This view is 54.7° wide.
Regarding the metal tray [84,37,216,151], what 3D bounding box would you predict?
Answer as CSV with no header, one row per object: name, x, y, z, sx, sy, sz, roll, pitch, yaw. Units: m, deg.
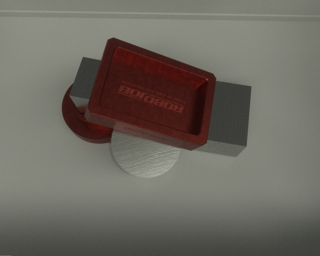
metal tray,-0.007,-0.035,0.343,0.131,0.030,0.090,17,70,-15

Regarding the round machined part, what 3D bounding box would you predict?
round machined part,-0.081,-0.032,0.409,0.099,0.042,0.098,0,70,-1

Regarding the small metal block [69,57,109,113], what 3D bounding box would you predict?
small metal block,-0.081,-0.047,0.366,0.025,0.050,0.050,12,71,4

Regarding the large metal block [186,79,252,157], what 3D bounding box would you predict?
large metal block,0.068,-0.013,0.399,0.080,0.050,0.080,9,70,3

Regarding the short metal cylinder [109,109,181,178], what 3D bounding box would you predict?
short metal cylinder,-0.020,0.019,0.375,0.081,0.050,0.080,1,83,-12
